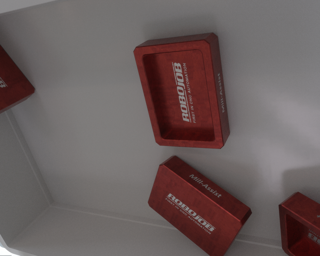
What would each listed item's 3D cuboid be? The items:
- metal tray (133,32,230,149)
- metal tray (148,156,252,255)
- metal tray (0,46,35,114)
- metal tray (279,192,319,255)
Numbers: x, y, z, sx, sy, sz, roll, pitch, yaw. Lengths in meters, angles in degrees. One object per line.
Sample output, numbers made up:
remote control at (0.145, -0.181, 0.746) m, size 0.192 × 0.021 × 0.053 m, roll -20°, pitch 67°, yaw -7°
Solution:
metal tray at (0.028, -0.039, 0.365) m, size 0.090 × 0.030 × 0.129 m, roll 1°, pitch 119°, yaw 27°
metal tray at (0.049, 0.109, 0.428) m, size 0.130 × 0.030 × 0.089 m, roll 34°, pitch 130°, yaw 23°
metal tray at (-0.262, -0.084, 0.452) m, size 0.030 × 0.090 × 0.130 m, roll -27°, pitch 104°, yaw 37°
metal tray at (0.195, 0.139, 0.339) m, size 0.130 × 0.030 × 0.090 m, roll 33°, pitch 146°, yaw 53°
